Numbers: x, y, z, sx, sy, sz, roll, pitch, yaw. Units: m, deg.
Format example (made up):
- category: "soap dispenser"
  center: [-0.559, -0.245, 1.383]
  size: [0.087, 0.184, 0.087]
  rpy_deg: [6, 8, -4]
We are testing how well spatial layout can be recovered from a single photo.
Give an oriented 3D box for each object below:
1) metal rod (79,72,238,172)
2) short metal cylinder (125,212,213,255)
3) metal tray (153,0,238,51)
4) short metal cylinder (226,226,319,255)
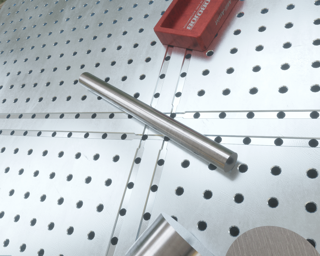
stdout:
- category: "metal rod"
  center: [-0.024, -0.022, 0.434]
  size: [0.300, 0.025, 0.025]
  rpy_deg: [31, 79, 37]
- category: "short metal cylinder"
  center: [0.015, 0.125, 0.289]
  size: [0.050, 0.080, 0.080]
  rpy_deg: [-49, 51, -6]
- category: "metal tray"
  center: [0.061, -0.186, 0.487]
  size: [0.090, 0.030, 0.130]
  rpy_deg: [22, 73, 36]
- category: "short metal cylinder"
  center: [0.099, 0.129, 0.261]
  size: [0.080, 0.050, 0.080]
  rpy_deg: [-13, 56, 21]
